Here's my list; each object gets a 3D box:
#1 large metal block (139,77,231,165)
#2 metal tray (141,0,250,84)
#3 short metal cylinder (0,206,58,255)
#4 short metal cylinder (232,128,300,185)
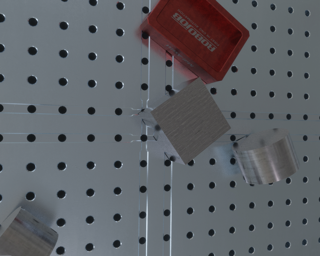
[{"bbox_3d":[0.032,-0.010,0.411,0.080,0.050,0.080,-37,102,-16],"label":"large metal block"},{"bbox_3d":[0.051,-0.135,0.428,0.130,0.030,0.090,36,78,-17],"label":"metal tray"},{"bbox_3d":[-0.155,0.131,0.326,0.050,0.080,0.080,44,76,-15],"label":"short metal cylinder"},{"bbox_3d":[0.149,0.039,0.438,0.081,0.080,0.050,-24,98,-18],"label":"short metal cylinder"}]
